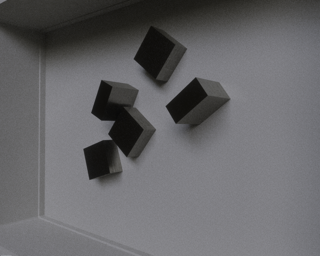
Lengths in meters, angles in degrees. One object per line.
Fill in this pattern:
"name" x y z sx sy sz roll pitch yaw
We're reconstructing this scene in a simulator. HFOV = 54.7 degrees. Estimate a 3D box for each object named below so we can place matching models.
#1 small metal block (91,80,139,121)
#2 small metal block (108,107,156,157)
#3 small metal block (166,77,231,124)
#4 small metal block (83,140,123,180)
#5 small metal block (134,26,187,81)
"small metal block" -0.064 -0.038 0.441 0.025 0.050 0.050 33 110 35
"small metal block" -0.040 0.005 0.438 0.050 0.025 0.050 47 118 29
"small metal block" 0.044 -0.029 0.353 0.050 0.050 0.025 -43 65 31
"small metal block" -0.088 0.049 0.477 0.050 0.025 0.050 -23 76 37
"small metal block" 0.000 -0.097 0.405 0.050 0.025 0.050 46 117 30
